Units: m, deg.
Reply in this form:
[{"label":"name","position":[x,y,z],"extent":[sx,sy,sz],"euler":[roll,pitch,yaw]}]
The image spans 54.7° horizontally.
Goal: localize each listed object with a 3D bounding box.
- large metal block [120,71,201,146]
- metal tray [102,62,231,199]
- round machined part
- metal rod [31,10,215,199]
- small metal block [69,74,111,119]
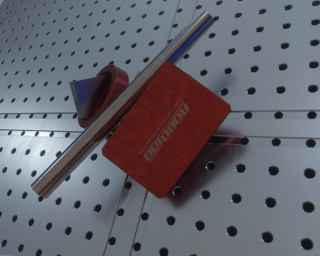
[{"label":"large metal block","position":[0.000,-0.025,0.406],"extent":[0.080,0.050,0.080],"euler":[9,66,32]},{"label":"metal tray","position":[0.007,0.003,0.355],"extent":[0.090,0.030,0.130],"euler":[37,96,7]},{"label":"round machined part","position":[-0.072,-0.037,0.439],"extent":[0.098,0.042,0.098],"euler":[-34,42,38]},{"label":"metal rod","position":[-0.042,-0.033,0.384],"extent":[0.300,0.025,0.025],"euler":[-47,52,-5]},{"label":"small metal block","position":[-0.092,-0.045,0.430],"extent":[0.050,0.050,0.025],"euler":[-18,14,-27]}]
